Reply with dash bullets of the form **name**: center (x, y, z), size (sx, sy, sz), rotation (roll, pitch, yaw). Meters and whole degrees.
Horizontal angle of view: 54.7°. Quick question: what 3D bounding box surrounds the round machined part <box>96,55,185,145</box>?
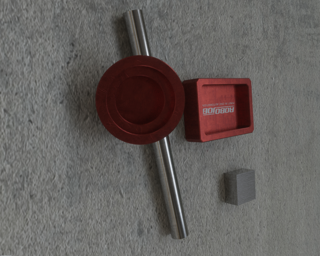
- **round machined part**: center (-0.024, -0.032, 0.356), size (0.099, 0.042, 0.097), rotation (-2, 98, -13)

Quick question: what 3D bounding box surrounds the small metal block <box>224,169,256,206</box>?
- **small metal block**: center (0.134, 0.097, 0.517), size (0.050, 0.025, 0.050), rotation (-5, 93, -40)

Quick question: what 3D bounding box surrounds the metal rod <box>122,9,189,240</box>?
- **metal rod**: center (-0.003, 0.003, 0.401), size (0.025, 0.025, 0.298), rotation (-20, 103, -38)

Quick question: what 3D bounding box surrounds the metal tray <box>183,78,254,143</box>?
- **metal tray**: center (0.093, -0.030, 0.478), size (0.131, 0.030, 0.089), rotation (-8, 95, -40)
